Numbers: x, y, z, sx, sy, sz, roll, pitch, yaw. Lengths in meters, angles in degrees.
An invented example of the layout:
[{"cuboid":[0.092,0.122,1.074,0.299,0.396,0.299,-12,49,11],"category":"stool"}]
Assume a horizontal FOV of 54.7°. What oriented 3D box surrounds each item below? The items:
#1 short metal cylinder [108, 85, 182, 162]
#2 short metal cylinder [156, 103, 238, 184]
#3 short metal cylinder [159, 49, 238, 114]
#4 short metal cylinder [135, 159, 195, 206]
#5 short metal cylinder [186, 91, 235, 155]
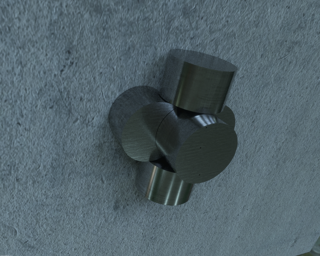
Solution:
[{"cuboid":[-0.017,-0.006,0.380,0.081,0.050,0.079,-14,125,-21],"category":"short metal cylinder"},{"cuboid":[0.042,0.018,0.362,0.081,0.050,0.079,-14,125,-21],"category":"short metal cylinder"},{"cuboid":[0.044,-0.057,0.364,0.081,0.080,0.050,0,119,-29],"category":"short metal cylinder"},{"cuboid":[0.011,0.058,0.417,0.081,0.080,0.050,0,118,-29],"category":"short metal cylinder"},{"cuboid":[0.053,-0.007,0.419,0.081,0.050,0.079,-14,125,-21],"category":"short metal cylinder"}]
